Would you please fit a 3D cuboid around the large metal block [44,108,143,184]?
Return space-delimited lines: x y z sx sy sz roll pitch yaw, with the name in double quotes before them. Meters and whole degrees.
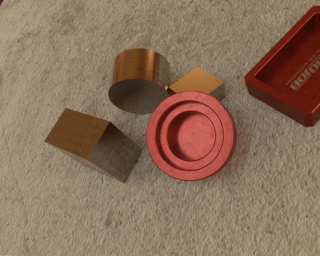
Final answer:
"large metal block" -0.083 0.023 0.398 0.080 0.080 0.050 16 70 34

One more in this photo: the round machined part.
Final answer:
"round machined part" 0.038 0.009 0.352 0.098 0.042 0.097 -2 85 21

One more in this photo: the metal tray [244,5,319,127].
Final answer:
"metal tray" 0.174 -0.074 0.354 0.130 0.030 0.090 -46 51 -4

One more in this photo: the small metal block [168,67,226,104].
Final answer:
"small metal block" 0.048 -0.047 0.400 0.050 0.025 0.050 -37 50 -14

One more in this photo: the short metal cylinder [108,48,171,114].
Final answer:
"short metal cylinder" -0.027 -0.061 0.420 0.080 0.080 0.050 -11 57 22
